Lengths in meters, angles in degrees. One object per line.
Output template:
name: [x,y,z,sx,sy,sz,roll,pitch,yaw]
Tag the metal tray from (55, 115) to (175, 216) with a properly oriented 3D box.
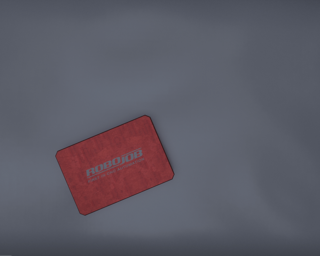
metal tray: [-0.057,0.047,0.408,0.131,0.030,0.090,-23,90,-1]
